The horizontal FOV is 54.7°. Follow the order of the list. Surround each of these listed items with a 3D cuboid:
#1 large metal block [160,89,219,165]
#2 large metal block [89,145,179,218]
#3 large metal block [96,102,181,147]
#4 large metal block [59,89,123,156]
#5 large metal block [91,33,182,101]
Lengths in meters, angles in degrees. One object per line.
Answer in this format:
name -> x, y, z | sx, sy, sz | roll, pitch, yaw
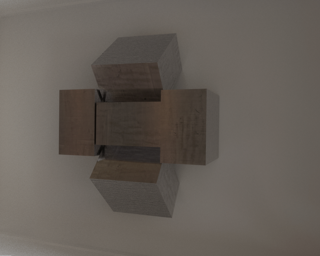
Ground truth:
large metal block -> 0.038, -0.002, 0.367 | 0.050, 0.080, 0.080 | 1, 90, 20
large metal block -> -0.027, 0.066, 0.382 | 0.080, 0.080, 0.050 | 1, 49, 19
large metal block -> -0.023, -0.005, 0.388 | 0.080, 0.080, 0.050 | 1, 91, 20
large metal block -> -0.087, -0.007, 0.411 | 0.050, 0.080, 0.080 | 1, 90, 20
large metal block -> -0.024, -0.075, 0.382 | 0.080, 0.080, 0.050 | 2, 128, 20
